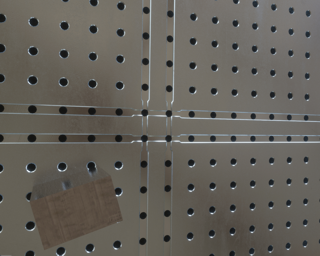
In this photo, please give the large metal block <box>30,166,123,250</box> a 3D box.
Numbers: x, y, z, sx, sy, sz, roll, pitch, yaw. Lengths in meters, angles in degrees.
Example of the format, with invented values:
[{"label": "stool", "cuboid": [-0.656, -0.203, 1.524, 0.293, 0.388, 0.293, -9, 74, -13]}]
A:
[{"label": "large metal block", "cuboid": [-0.095, 0.084, 0.348, 0.081, 0.080, 0.050, -16, 96, -19]}]
